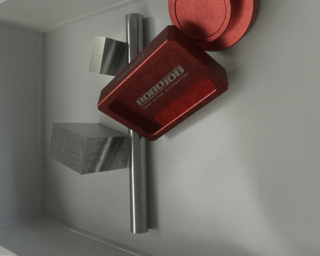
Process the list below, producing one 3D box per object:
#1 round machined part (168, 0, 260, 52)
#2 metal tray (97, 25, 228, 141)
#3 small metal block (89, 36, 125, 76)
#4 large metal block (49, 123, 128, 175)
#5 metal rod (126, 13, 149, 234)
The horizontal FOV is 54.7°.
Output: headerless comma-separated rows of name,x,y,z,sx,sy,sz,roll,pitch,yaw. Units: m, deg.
round machined part,0.051,-0.128,0.327,0.098,0.042,0.097,18,127,26
metal tray,0.001,-0.044,0.361,0.130,0.090,0.030,-36,34,34
small metal block,-0.071,-0.101,0.447,0.025,0.050,0.050,18,102,38
large metal block,-0.101,0.026,0.452,0.080,0.081,0.050,19,102,38
metal rod,-0.032,-0.007,0.430,0.025,0.025,0.298,-3,88,39
